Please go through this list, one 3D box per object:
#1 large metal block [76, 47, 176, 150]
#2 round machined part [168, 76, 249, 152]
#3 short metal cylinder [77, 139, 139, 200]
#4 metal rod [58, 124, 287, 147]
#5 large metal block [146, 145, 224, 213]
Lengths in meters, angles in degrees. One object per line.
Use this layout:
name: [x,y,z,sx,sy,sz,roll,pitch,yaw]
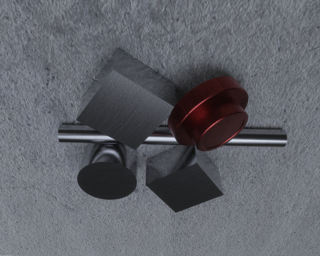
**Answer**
large metal block: [-0.038,-0.031,0.362,0.080,0.050,0.080,30,124,-23]
round machined part: [0.062,-0.009,0.360,0.099,0.042,0.098,-23,150,-14]
short metal cylinder: [-0.072,0.057,0.440,0.081,0.050,0.079,0,130,0]
metal rod: [0.018,0.011,0.420,0.302,0.025,0.025,1,130,-2]
large metal block: [0.036,0.071,0.453,0.080,0.050,0.080,-26,126,20]
